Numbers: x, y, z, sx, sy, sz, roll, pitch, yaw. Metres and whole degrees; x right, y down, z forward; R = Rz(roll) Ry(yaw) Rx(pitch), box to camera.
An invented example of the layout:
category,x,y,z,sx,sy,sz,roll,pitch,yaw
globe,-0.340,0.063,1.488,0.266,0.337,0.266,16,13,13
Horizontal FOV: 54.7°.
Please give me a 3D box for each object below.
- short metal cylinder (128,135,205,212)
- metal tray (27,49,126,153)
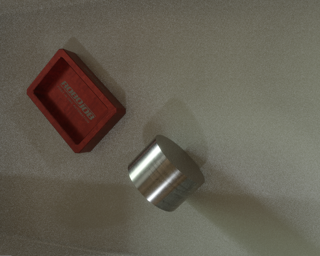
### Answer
category,x,y,z,sx,sy,sz,roll,pitch,yaw
short metal cylinder,0.008,0.054,0.378,0.050,0.080,0.080,-47,76,14
metal tray,-0.123,-0.039,0.449,0.090,0.030,0.130,-46,76,14
